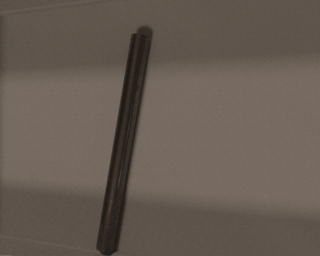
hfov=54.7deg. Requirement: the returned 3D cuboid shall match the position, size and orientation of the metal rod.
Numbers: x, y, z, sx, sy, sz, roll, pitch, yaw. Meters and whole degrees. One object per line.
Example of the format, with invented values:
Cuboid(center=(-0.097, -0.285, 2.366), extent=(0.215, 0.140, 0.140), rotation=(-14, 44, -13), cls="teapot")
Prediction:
Cuboid(center=(-0.052, 0.023, 0.427), extent=(0.025, 0.025, 0.298), rotation=(11, 94, 19), cls="metal rod")
